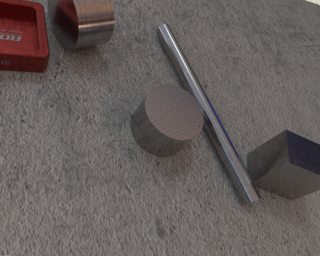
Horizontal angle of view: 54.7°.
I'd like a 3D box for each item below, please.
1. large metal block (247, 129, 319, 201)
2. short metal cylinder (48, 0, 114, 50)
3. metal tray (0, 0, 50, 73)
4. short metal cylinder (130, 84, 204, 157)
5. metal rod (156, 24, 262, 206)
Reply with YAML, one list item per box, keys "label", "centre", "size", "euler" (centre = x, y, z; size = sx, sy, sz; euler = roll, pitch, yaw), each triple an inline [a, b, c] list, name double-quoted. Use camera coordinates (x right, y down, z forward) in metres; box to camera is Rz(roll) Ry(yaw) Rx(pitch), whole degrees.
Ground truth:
- label: "large metal block"
  centre: [0.180, 0.055, 0.432]
  size: [0.080, 0.080, 0.050]
  euler: [22, 54, -16]
- label: "short metal cylinder"
  centre: [-0.103, -0.146, 0.402]
  size: [0.050, 0.080, 0.080]
  euler: [-23, 74, -36]
- label: "metal tray"
  centre: [-0.203, -0.113, 0.360]
  size: [0.131, 0.030, 0.090]
  euler: [-1, 62, -29]
- label: "short metal cylinder"
  centre: [0.008, -0.009, 0.398]
  size: [0.081, 0.050, 0.080]
  euler: [14, 56, -21]
- label: "metal rod"
  centre: [0.064, -0.032, 0.457]
  size: [0.025, 0.025, 0.299]
  euler: [-12, 68, -33]
